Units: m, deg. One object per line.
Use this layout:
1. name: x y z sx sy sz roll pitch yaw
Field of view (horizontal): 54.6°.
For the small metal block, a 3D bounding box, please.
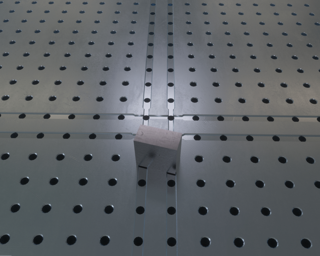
1. small metal block: -0.002 0.026 0.370 0.050 0.050 0.025 12 51 10
